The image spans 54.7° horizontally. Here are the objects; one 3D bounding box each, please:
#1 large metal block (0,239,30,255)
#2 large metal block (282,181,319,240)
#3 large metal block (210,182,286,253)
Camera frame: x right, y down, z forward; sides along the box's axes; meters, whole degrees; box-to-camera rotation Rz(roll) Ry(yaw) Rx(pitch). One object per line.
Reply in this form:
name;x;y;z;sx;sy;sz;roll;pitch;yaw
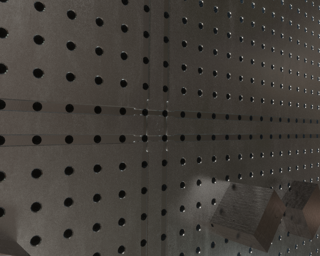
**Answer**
large metal block;-0.167;0.134;0.254;0.080;0.050;0.080;31;71;-36
large metal block;0.300;0.170;0.649;0.080;0.050;0.080;-40;115;-33
large metal block;0.140;0.139;0.495;0.050;0.080;0.080;51;60;-28
